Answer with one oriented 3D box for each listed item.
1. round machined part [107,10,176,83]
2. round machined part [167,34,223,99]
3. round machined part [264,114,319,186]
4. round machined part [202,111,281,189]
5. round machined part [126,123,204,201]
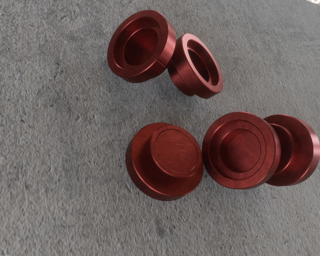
[{"bbox_3d":[-0.021,-0.105,0.420,0.042,0.098,0.098,29,43,-53],"label":"round machined part"},{"bbox_3d":[0.048,-0.086,0.456,0.098,0.042,0.098,33,42,-36],"label":"round machined part"},{"bbox_3d":[0.158,0.030,0.420,0.042,0.098,0.098,8,58,-40],"label":"round machined part"},{"bbox_3d":[0.107,0.030,0.403,0.042,0.098,0.098,16,51,-51],"label":"round machined part"},{"bbox_3d":[0.012,0.035,0.377,0.099,0.042,0.098,14,56,-21],"label":"round machined part"}]
